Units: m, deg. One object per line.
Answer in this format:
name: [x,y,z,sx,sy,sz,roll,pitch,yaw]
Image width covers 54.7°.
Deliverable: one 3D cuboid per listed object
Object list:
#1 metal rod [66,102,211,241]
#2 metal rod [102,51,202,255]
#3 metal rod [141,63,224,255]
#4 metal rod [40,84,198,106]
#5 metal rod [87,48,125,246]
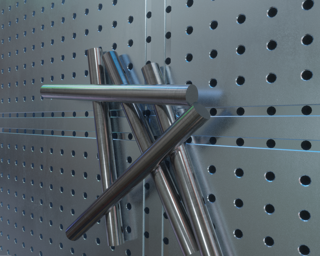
metal rod: [-0.045,0.073,0.411,0.299,0.025,0.025,-45,63,30]
metal rod: [-0.018,0.021,0.421,0.025,0.025,0.299,-37,68,33]
metal rod: [0.031,0.056,0.382,0.025,0.025,0.299,-28,72,36]
metal rod: [-0.080,-0.050,0.440,0.300,0.025,0.025,7,94,39]
metal rod: [-0.084,0.025,0.475,0.025,0.025,0.298,-12,82,39]
